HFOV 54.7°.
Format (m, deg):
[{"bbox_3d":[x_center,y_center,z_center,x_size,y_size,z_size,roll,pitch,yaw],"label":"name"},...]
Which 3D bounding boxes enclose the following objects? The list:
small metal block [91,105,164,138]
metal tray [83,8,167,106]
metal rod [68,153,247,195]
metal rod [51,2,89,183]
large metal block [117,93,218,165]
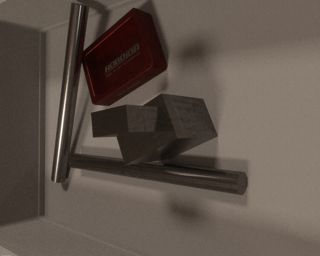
[{"bbox_3d":[-0.032,-0.006,0.311,0.050,0.050,0.025,-9,85,39],"label":"small metal block"},{"bbox_3d":[-0.057,-0.097,0.448,0.130,0.030,0.090,-26,74,36],"label":"metal tray"},{"bbox_3d":[-0.028,0.057,0.427,0.300,0.025,0.025,1,91,39],"label":"metal rod"},{"bbox_3d":[-0.148,-0.043,0.498,0.025,0.025,0.298,31,117,35],"label":"metal rod"},{"bbox_3d":[0.007,0.003,0.364,0.080,0.081,0.050,-30,72,36],"label":"large metal block"}]
